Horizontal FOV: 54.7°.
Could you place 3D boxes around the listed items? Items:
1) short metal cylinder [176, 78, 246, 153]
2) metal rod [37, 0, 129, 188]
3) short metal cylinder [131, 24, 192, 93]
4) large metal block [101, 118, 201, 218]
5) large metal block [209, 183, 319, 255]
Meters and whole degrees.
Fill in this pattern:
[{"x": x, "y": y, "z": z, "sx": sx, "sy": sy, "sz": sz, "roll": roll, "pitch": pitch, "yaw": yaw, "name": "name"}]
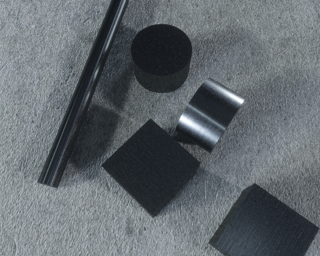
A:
[{"x": 0.063, "y": -0.016, "z": 0.385, "sx": 0.050, "sy": 0.080, "sz": 0.080, "roll": 33, "pitch": 73, "yaw": 11, "name": "short metal cylinder"}, {"x": -0.099, "y": -0.065, "z": 0.431, "sx": 0.025, "sy": 0.025, "sz": 0.299, "roll": 14, "pitch": 70, "yaw": 5, "name": "metal rod"}, {"x": 0.002, "y": -0.095, "z": 0.430, "sx": 0.081, "sy": 0.050, "sz": 0.080, "roll": 0, "pitch": 70, "yaw": 0, "name": "short metal cylinder"}, {"x": -0.010, "y": 0.050, "z": 0.377, "sx": 0.080, "sy": 0.050, "sz": 0.080, "roll": 42, "pitch": 75, "yaw": 13, "name": "large metal block"}, {"x": 0.114, "y": 0.123, "z": 0.351, "sx": 0.080, "sy": 0.050, "sz": 0.080, "roll": 36, "pitch": 74, "yaw": 12, "name": "large metal block"}]
